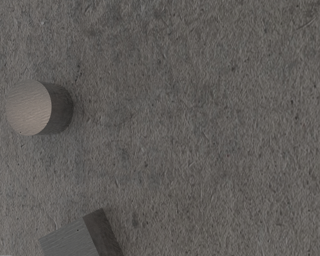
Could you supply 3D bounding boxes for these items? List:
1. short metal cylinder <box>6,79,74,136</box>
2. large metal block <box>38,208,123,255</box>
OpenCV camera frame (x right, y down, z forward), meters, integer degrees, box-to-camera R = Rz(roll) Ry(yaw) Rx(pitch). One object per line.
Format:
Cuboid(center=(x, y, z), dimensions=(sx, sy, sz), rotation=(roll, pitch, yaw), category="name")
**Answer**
Cuboid(center=(-0.177, -0.029, 0.458), dimensions=(0.080, 0.050, 0.079), rotation=(0, 90, 20), category="short metal cylinder")
Cuboid(center=(-0.109, 0.170, 0.434), dimensions=(0.080, 0.050, 0.080), rotation=(-30, 81, 17), category="large metal block")
